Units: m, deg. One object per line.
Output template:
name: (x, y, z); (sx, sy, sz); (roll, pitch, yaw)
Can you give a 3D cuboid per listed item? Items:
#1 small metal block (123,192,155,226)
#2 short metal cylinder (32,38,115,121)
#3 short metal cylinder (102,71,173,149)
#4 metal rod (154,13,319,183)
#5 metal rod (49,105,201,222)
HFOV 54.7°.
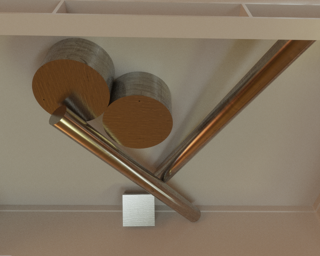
small metal block: (-0.034, 0.131, 0.503); (0.050, 0.025, 0.050); (-1, 89, 0)
short metal cylinder: (-0.094, -0.053, 0.346); (0.081, 0.050, 0.079); (0, 130, 0)
short metal cylinder: (-0.026, -0.021, 0.375); (0.081, 0.050, 0.079); (-1, 130, 0)
metal rod: (0.066, -0.007, 0.371); (0.025, 0.025, 0.298); (21, 137, -17)
metal rod: (-0.025, 0.066, 0.421); (0.025, 0.025, 0.300); (-27, 134, 21)
